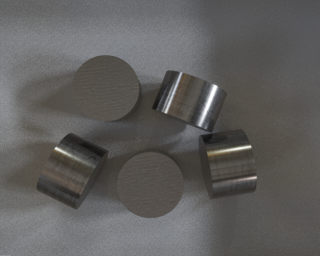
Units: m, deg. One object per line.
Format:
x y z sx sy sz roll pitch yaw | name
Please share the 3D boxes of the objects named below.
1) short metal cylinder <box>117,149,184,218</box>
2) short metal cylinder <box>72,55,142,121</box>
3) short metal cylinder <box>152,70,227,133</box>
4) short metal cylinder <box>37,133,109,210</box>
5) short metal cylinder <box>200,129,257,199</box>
-0.011 0.069 0.397 0.081 0.050 0.079 0 90 -1 | short metal cylinder
-0.065 -0.048 0.396 0.081 0.050 0.079 0 90 -1 | short metal cylinder
0.036 -0.032 0.384 0.080 0.080 0.050 22 90 -1 | short metal cylinder
-0.105 0.052 0.380 0.050 0.080 0.080 27 90 -1 | short metal cylinder
0.081 0.044 0.383 0.050 0.080 0.080 -9 90 0 | short metal cylinder
